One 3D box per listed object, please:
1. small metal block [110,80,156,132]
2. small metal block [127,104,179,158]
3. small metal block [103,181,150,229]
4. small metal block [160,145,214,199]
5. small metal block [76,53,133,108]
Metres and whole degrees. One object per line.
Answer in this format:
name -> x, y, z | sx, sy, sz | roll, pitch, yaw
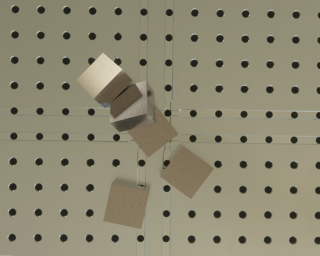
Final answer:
small metal block -> -0.035, -0.027, 0.395 | 0.050, 0.025, 0.050 | -14, 58, 16
small metal block -> -0.011, 0.003, 0.413 | 0.050, 0.025, 0.050 | -38, 91, 0
small metal block -> -0.044, 0.101, 0.413 | 0.050, 0.025, 0.050 | 12, 90, -1
small metal block -> 0.035, 0.058, 0.414 | 0.050, 0.025, 0.050 | 37, 90, -1
small metal block -> -0.072, -0.062, 0.400 | 0.050, 0.025, 0.050 | -46, 53, 0
